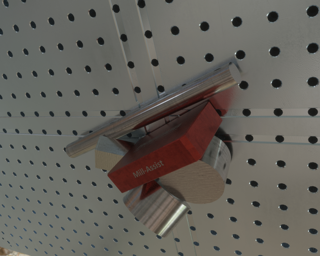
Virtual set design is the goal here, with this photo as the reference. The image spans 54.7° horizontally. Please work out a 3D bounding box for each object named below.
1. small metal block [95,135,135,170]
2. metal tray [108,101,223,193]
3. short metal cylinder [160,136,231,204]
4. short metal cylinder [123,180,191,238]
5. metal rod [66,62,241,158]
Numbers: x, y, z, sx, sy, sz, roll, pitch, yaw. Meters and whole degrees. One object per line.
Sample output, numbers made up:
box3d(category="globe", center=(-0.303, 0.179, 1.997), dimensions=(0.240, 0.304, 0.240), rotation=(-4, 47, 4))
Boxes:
box3d(category="small metal block", center=(-0.066, 0.040, 0.449), dimensions=(0.050, 0.025, 0.050), rotation=(12, 142, -1))
box3d(category="metal tray", center=(0.005, 0.024, 0.377), dimensions=(0.130, 0.090, 0.030), rotation=(-30, 102, 37))
box3d(category="short metal cylinder", center=(0.045, 0.050, 0.391), dimensions=(0.080, 0.050, 0.079), rotation=(12, 131, 14))
box3d(category="short metal cylinder", center=(-0.004, 0.104, 0.428), dimensions=(0.080, 0.080, 0.050), rotation=(40, 88, 0))
box3d(category="metal rod", center=(-0.031, -0.011, 0.416), dimensions=(0.299, 0.025, 0.025), rotation=(-23, 106, 36))
